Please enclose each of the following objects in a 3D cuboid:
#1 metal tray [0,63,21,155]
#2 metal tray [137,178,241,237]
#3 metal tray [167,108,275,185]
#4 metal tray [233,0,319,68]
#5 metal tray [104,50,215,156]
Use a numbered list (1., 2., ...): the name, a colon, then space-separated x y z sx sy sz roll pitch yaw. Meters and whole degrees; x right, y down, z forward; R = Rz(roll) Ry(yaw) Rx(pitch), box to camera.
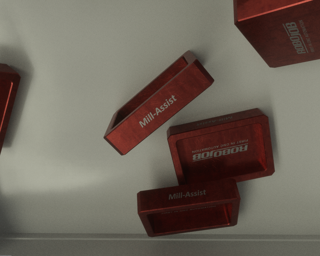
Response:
1. metal tray: -0.229 -0.015 0.368 0.030 0.091 0.129 34 111 27
2. metal tray: 0.041 0.113 0.429 0.131 0.030 0.090 -9 140 2
3. metal tray: 0.082 0.032 0.421 0.131 0.030 0.089 -13 110 4
4. metal tray: 0.138 -0.102 0.308 0.090 0.131 0.030 -7 77 33
5. metal tray: -0.003 -0.033 0.364 0.130 0.090 0.030 -39 106 13
